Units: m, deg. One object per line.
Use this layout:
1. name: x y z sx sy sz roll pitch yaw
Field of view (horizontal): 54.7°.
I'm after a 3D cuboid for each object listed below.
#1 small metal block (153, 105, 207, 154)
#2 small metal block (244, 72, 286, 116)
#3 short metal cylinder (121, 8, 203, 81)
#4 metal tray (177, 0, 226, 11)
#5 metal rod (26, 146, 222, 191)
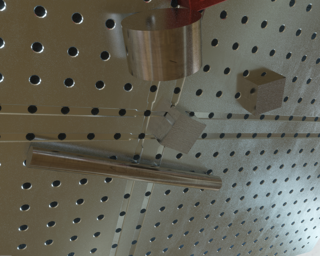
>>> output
1. small metal block: 0.028 0.003 0.428 0.050 0.025 0.050 22 106 -36
2. small metal block: 0.157 -0.052 0.465 0.050 0.025 0.050 -18 126 -18
3. short metal cylinder: 0.003 -0.089 0.322 0.081 0.080 0.050 -19 126 -18
4. metal tray: 0.075 -0.190 0.330 0.131 0.030 0.090 -25 128 -13
5. metal rod: -0.026 0.063 0.435 0.302 0.025 0.025 14 111 -34
